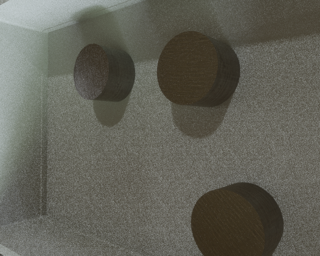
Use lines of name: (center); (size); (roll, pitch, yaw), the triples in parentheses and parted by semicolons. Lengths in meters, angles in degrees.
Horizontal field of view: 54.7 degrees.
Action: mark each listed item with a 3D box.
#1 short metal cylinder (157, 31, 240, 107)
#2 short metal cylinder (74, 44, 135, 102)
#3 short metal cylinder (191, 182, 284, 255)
short metal cylinder: (0.043, -0.065, 0.355); (0.080, 0.050, 0.080); (0, 90, 40)
short metal cylinder: (-0.083, -0.080, 0.459); (0.080, 0.050, 0.080); (0, 90, 40)
short metal cylinder: (0.080, 0.100, 0.324); (0.080, 0.050, 0.080); (0, 90, 40)
